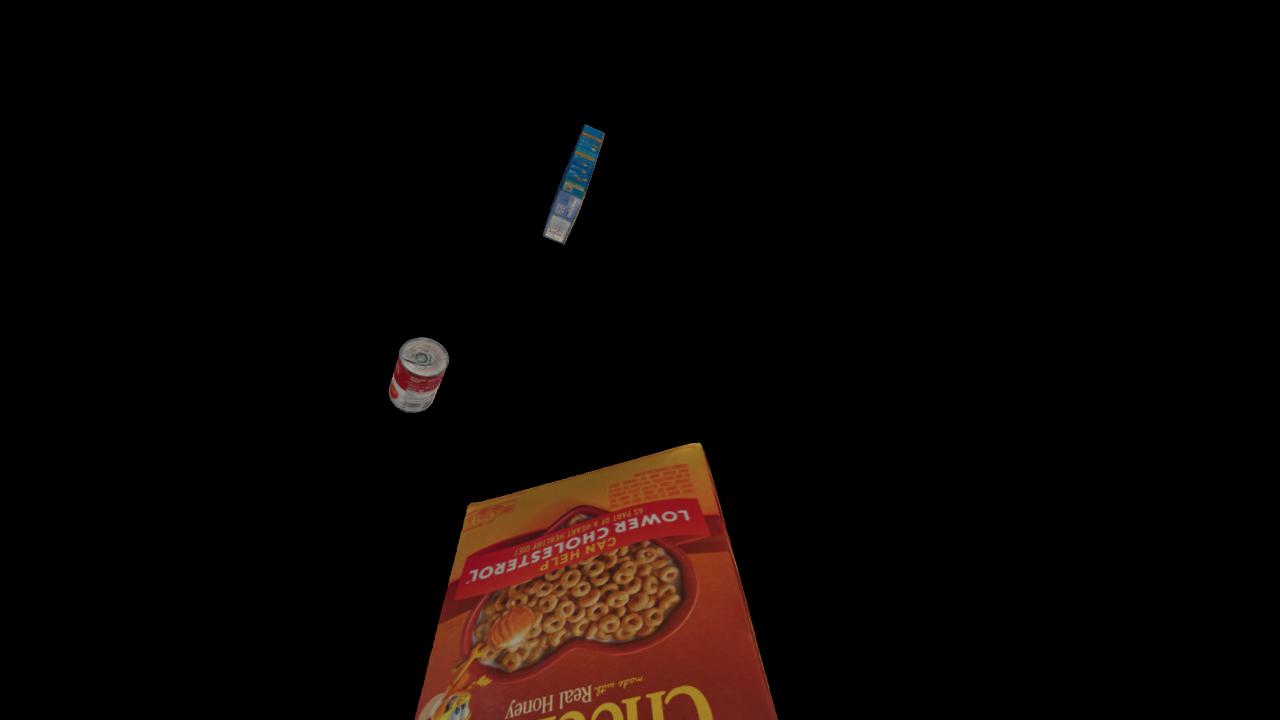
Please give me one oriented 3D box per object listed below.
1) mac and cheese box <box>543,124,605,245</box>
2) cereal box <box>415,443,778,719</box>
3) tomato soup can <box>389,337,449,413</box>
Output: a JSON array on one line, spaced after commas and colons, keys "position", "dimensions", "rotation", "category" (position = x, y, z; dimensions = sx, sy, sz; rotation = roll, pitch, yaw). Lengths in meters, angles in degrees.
[{"position": [-0.099, -0.268, 0.932], "dimensions": [0.041, 0.184, 0.093], "rotation": [20, -41, -11], "category": "mac and cheese box"}, {"position": [-0.026, 0.191, 0.379], "dimensions": [0.203, 0.081, 0.306], "rotation": [-16, 28, 4], "category": "cereal box"}, {"position": [-0.321, 0.024, 0.891], "dimensions": [0.068, 0.068, 0.101], "rotation": [0, -35, -32], "category": "tomato soup can"}]
